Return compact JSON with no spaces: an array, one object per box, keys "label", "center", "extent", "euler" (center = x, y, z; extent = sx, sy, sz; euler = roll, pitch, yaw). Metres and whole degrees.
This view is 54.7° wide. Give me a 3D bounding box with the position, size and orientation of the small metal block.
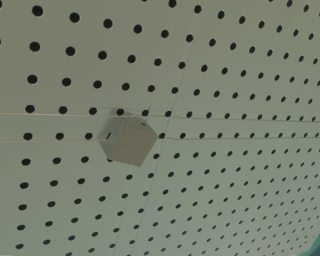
[{"label":"small metal block","center":[-0.038,0.019,0.404],"extent":[0.050,0.025,0.050],"euler":[20,108,-36]}]
